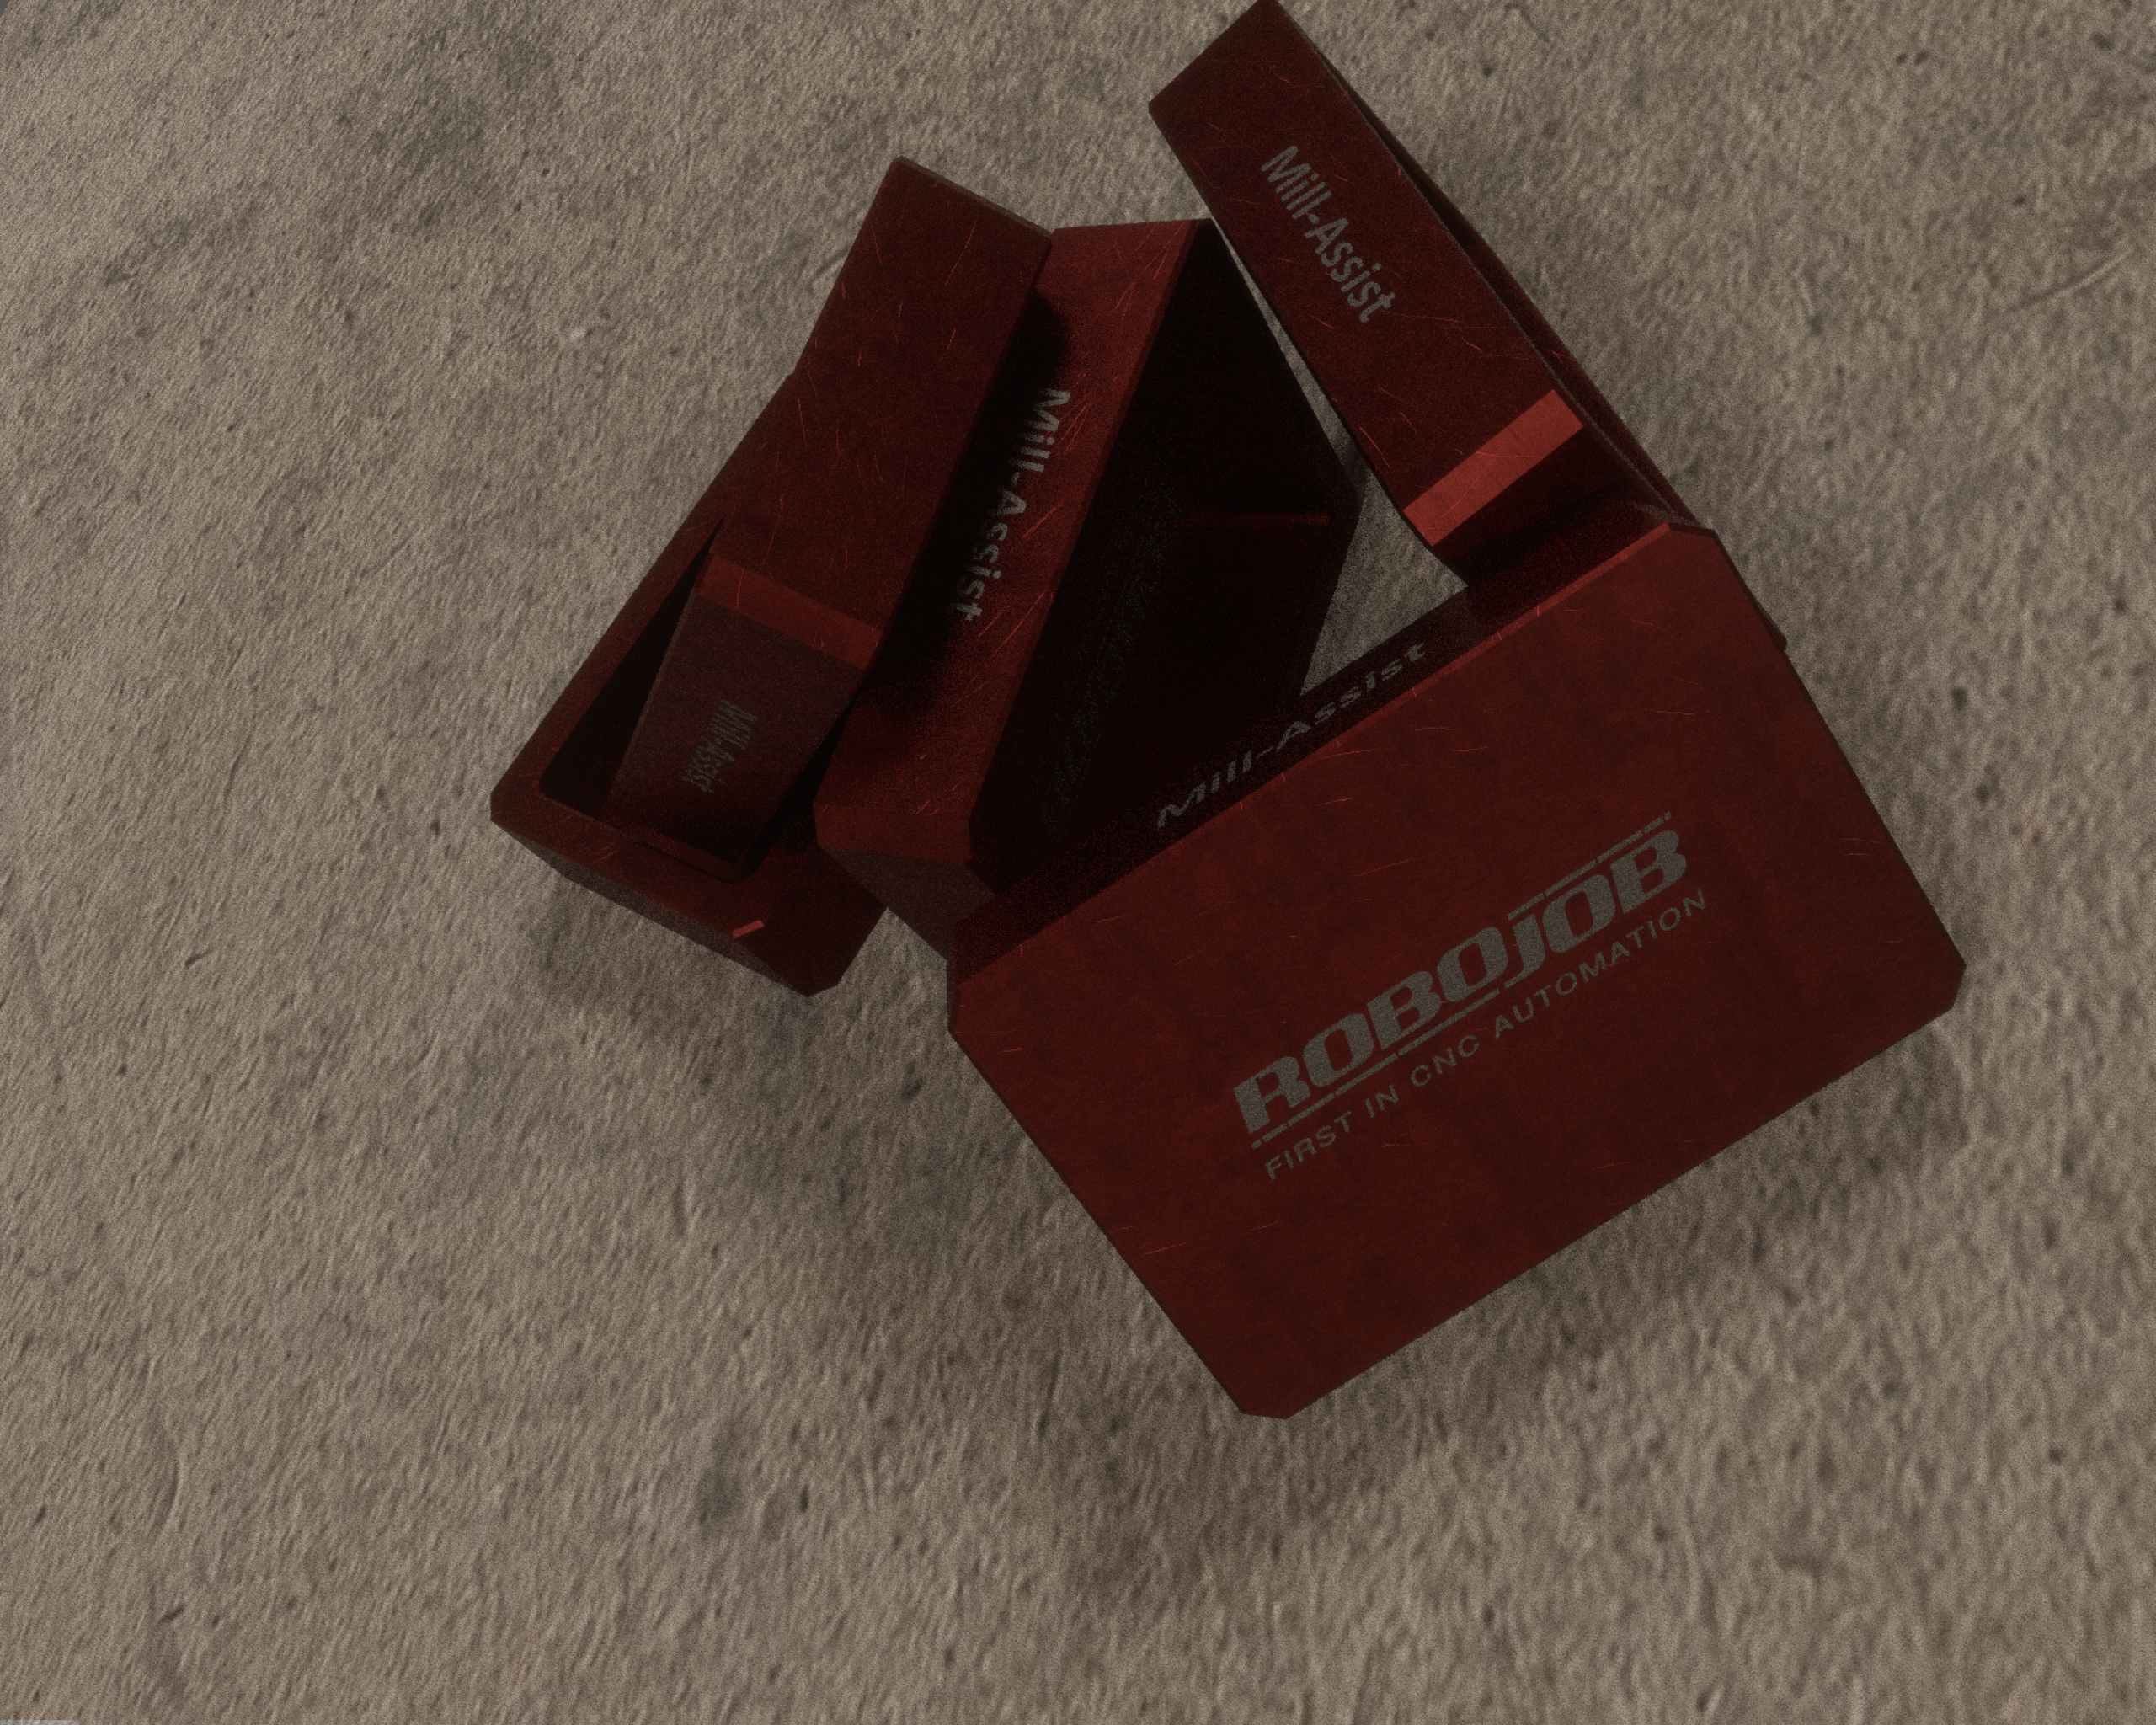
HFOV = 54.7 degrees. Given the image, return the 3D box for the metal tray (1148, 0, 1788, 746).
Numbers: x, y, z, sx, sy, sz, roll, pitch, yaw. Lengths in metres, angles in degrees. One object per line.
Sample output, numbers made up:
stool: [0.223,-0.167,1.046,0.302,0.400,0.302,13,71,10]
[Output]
metal tray: [0.069,-0.090,0.379,0.030,0.090,0.130,-39,50,20]

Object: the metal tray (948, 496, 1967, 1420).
metal tray: [0.057,0.016,0.323,0.130,0.090,0.030,-34,17,6]

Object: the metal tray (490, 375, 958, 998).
metal tray: [-0.059,-0.044,0.458,0.090,0.030,0.130,22,73,35]

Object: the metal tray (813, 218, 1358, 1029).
metal tray: [0.008,-0.040,0.383,0.030,0.090,0.130,7,65,31]

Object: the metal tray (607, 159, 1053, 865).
metal tray: [-0.051,-0.060,0.394,0.130,0.030,0.090,-39,29,66]
